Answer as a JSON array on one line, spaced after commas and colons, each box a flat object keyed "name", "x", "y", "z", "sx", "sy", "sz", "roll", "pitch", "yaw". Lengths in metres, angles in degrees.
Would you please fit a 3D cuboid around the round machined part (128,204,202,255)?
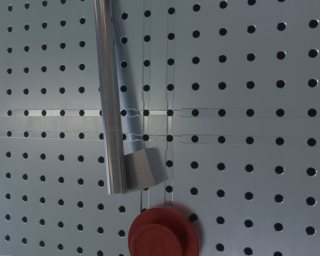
[{"name": "round machined part", "x": 0.002, "y": 0.153, "z": 0.403, "sx": 0.098, "sy": 0.042, "sz": 0.097, "roll": 0, "pitch": 90, "yaw": 20}]

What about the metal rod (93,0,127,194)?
[{"name": "metal rod", "x": -0.070, "y": -0.063, "z": 0.421, "sx": 0.025, "sy": 0.025, "sz": 0.298, "roll": -9, "pitch": 81, "yaw": 20}]

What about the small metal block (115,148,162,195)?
[{"name": "small metal block", "x": -0.031, "y": 0.059, "z": 0.424, "sx": 0.050, "sy": 0.025, "sz": 0.050, "roll": -19, "pitch": 84, "yaw": 19}]
